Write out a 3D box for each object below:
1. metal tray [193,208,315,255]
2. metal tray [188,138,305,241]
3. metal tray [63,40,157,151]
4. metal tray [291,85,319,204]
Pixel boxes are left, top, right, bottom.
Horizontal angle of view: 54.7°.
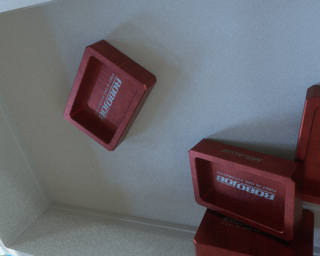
[{"bbox_3d":[0.118,0.133,0.386,0.130,0.090,0.030,5,120,25],"label":"metal tray"},{"bbox_3d":[0.100,0.070,0.373,0.130,0.030,0.089,14,126,39],"label":"metal tray"},{"bbox_3d":[-0.072,-0.039,0.417,0.090,0.030,0.129,36,129,4],"label":"metal tray"},{"bbox_3d":[0.191,0.025,0.320,0.090,0.030,0.129,10,123,22],"label":"metal tray"}]
